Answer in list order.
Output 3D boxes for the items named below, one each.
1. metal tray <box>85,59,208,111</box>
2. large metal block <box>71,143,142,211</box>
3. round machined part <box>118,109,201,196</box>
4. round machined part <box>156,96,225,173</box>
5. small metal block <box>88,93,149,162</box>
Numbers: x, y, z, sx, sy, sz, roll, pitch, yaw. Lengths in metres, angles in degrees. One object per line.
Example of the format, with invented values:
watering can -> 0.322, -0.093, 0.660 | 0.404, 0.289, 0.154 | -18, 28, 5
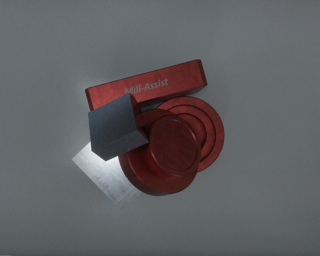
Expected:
metal tray -> -0.015, -0.045, 0.377 | 0.131, 0.090, 0.030 | -15, 91, -1
large metal block -> -0.052, 0.046, 0.382 | 0.050, 0.080, 0.080 | -44, 91, 0
round machined part -> 0.006, 0.024, 0.344 | 0.099, 0.042, 0.098 | 14, 65, -31
round machined part -> 0.031, 0.009, 0.403 | 0.099, 0.042, 0.097 | 0, 90, -1
small metal block -> -0.044, -0.001, 0.317 | 0.050, 0.025, 0.050 | -24, 51, 12
